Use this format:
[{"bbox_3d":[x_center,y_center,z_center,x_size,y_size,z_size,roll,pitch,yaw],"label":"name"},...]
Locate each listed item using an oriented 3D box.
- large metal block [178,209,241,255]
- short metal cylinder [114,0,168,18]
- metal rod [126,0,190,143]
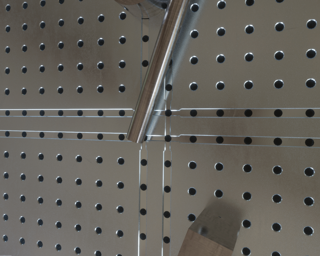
[{"bbox_3d":[0.052,0.153,0.364,0.050,0.080,0.080,22,97,18],"label":"large metal block"},{"bbox_3d":[-0.026,-0.193,0.407,0.080,0.050,0.079,0,90,19],"label":"short metal cylinder"},{"bbox_3d":[0.012,-0.122,0.394,0.025,0.025,0.298,22,102,18],"label":"metal rod"}]
